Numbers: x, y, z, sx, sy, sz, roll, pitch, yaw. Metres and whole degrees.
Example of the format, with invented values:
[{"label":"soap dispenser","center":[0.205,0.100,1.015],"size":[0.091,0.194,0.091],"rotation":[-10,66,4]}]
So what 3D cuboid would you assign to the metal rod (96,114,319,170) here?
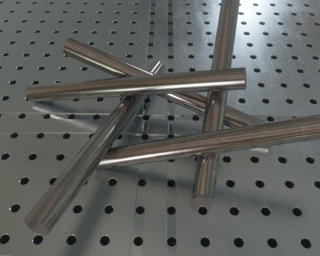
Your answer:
[{"label":"metal rod","center":[0.063,0.015,0.336],"size":[0.301,0.025,0.025],"rotation":[-10,48,15]}]

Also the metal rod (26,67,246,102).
[{"label":"metal rod","center":[-0.045,-0.053,0.399],"size":[0.301,0.025,0.025],"rotation":[-1,48,20]}]

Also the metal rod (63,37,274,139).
[{"label":"metal rod","center":[0.011,-0.051,0.412],"size":[0.301,0.025,0.025],"rotation":[24,53,5]}]

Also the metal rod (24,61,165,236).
[{"label":"metal rod","center":[-0.056,-0.004,0.380],"size":[0.025,0.025,0.301],"rotation":[16,42,13]}]

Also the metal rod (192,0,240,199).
[{"label":"metal rod","center":[0.076,-0.063,0.393],"size":[0.025,0.025,0.299],"rotation":[9,72,7]}]
